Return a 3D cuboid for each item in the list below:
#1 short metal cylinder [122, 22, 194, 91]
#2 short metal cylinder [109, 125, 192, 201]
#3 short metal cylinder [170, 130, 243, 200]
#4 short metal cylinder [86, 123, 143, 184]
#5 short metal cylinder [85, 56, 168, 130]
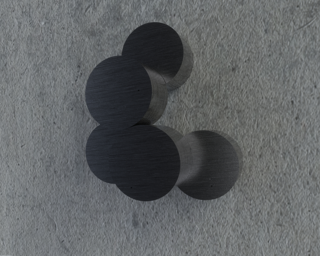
[{"bbox_3d":[-0.002,-0.088,0.398,0.080,0.050,0.080,0,90,20],"label":"short metal cylinder"},{"bbox_3d":[-0.009,0.036,0.346,0.080,0.050,0.080,0,90,19],"label":"short metal cylinder"},{"bbox_3d":[0.058,0.042,0.376,0.080,0.050,0.080,0,90,20],"label":"short metal cylinder"},{"bbox_3d":[-0.051,0.031,0.415,0.080,0.050,0.080,0,90,20],"label":"short metal cylinder"},{"bbox_3d":[-0.037,-0.038,0.356,0.080,0.050,0.080,0,90,20],"label":"short metal cylinder"}]
